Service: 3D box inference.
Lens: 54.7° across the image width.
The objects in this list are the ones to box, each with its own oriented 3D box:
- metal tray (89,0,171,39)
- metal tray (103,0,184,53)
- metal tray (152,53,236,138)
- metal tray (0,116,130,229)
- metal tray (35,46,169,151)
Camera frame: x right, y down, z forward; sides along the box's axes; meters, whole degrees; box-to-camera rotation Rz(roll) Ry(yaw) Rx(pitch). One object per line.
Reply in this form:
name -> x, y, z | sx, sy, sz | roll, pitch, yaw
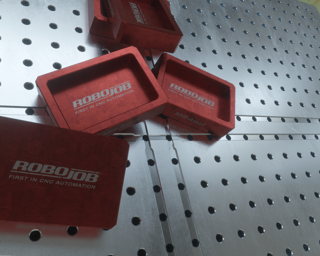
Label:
metal tray -> -0.044, -0.179, 0.491 | 0.131, 0.030, 0.090 | 6, 59, -26
metal tray -> -0.029, -0.166, 0.453 | 0.091, 0.030, 0.130 | 4, 46, -27
metal tray -> 0.050, -0.049, 0.463 | 0.131, 0.030, 0.090 | 22, 54, -16
metal tray -> -0.102, 0.045, 0.302 | 0.131, 0.030, 0.090 | 12, 80, -22
metal tray -> -0.068, -0.039, 0.373 | 0.131, 0.030, 0.090 | -25, 75, -23
